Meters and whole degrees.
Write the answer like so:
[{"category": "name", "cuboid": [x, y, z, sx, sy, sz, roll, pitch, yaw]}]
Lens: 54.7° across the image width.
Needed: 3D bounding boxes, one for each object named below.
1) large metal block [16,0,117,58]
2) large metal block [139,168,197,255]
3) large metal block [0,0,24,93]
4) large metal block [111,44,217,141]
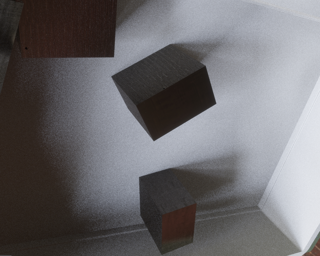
[{"category": "large metal block", "cuboid": [-0.086, -0.110, 0.278, 0.081, 0.050, 0.079, -7, 121, -25]}, {"category": "large metal block", "cuboid": [0.009, 0.119, 0.451, 0.050, 0.080, 0.079, -13, 124, -21]}, {"category": "large metal block", "cuboid": [-0.162, -0.074, 0.232, 0.080, 0.050, 0.079, 27, 109, 7]}, {"category": "large metal block", "cuboid": [0.003, -0.043, 0.348, 0.080, 0.080, 0.050, -31, 129, -9]}]
